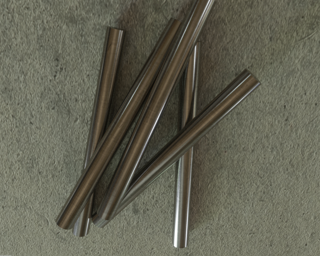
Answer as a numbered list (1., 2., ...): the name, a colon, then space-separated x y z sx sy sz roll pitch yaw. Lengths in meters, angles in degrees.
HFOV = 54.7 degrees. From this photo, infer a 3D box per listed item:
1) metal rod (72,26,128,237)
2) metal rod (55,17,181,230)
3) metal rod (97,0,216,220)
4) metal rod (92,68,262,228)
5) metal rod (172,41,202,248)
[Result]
1. metal rod: -0.085 0.019 0.415 0.025 0.025 0.298 13 110 -5
2. metal rod: -0.053 0.002 0.391 0.025 0.025 0.299 29 100 -10
3. metal rod: -0.012 -0.012 0.377 0.025 0.025 0.298 23 107 -8
4. metal rod: 0.007 0.040 0.402 0.025 0.025 0.299 39 113 -13
5. metal rod: 0.035 0.036 0.422 0.025 0.025 0.298 1 110 -1
